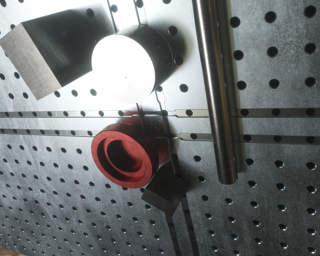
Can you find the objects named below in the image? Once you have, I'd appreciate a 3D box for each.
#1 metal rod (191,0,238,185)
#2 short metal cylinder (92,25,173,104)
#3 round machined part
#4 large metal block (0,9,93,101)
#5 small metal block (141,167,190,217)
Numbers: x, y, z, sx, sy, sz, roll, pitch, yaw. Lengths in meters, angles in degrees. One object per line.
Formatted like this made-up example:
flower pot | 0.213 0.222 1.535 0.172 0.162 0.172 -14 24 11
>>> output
metal rod | 0.059 -0.064 0.339 0.025 0.025 0.298 1 119 27
short metal cylinder | -0.032 -0.075 0.364 0.080 0.050 0.079 13 124 20
round machined part | -0.046 0.035 0.445 0.098 0.042 0.097 13 124 20
large metal block | -0.133 -0.092 0.387 0.050 0.080 0.080 -18 109 35
small metal block | 0.009 0.091 0.445 0.050 0.050 0.025 28 128 10
